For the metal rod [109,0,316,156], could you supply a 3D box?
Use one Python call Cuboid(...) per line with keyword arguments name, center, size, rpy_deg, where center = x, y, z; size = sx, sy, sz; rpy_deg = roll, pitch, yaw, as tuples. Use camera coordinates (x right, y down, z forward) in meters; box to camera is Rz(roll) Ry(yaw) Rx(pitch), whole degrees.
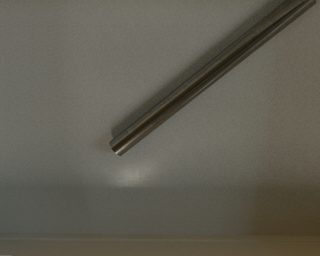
Cuboid(name="metal rod", center=(0.056, -0.062, 0.388), size=(0.300, 0.025, 0.025), rpy_deg=(-38, 106, 12))
